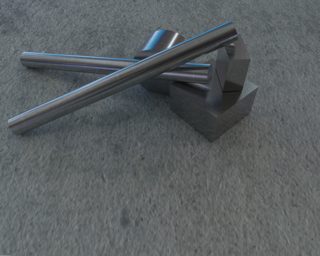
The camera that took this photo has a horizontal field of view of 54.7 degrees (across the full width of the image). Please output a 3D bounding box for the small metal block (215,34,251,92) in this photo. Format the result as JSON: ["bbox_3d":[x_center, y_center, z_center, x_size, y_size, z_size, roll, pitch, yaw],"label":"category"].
[{"bbox_3d":[0.090,-0.082,0.390,0.025,0.050,0.050,-4,51,-3],"label":"small metal block"}]

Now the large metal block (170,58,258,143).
[{"bbox_3d":[0.070,-0.039,0.421,0.080,0.050,0.080,-35,58,-25],"label":"large metal block"}]

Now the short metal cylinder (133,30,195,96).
[{"bbox_3d":[0.005,-0.093,0.449,0.080,0.080,0.050,16,52,13],"label":"short metal cylinder"}]

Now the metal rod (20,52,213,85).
[{"bbox_3d":[-0.076,-0.088,0.441,0.301,0.025,0.025,9,50,22],"label":"metal rod"}]

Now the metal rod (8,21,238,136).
[{"bbox_3d":[-0.051,-0.058,0.384,0.301,0.025,0.025,-22,51,8],"label":"metal rod"}]
